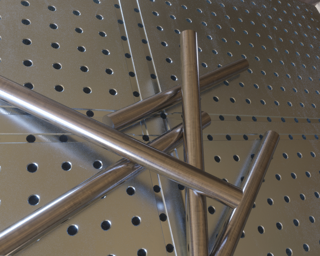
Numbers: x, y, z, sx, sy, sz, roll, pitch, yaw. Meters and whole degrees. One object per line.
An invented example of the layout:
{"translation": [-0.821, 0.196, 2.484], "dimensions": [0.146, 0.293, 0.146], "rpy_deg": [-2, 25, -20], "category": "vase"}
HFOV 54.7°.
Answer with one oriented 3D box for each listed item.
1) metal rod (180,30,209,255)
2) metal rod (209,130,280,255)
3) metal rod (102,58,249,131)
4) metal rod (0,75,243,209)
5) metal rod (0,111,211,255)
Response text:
{"translation": [0.042, 0.005, 0.397], "dimensions": [0.025, 0.025, 0.299], "rpy_deg": [9, 67, -24], "category": "metal rod"}
{"translation": [0.106, 0.104, 0.404], "dimensions": [0.025, 0.025, 0.301], "rpy_deg": [41, 51, -1], "category": "metal rod"}
{"translation": [0.044, -0.059, 0.469], "dimensions": [0.302, 0.025, 0.025], "rpy_deg": [-27, 77, -37], "category": "metal rod"}
{"translation": [-0.048, 0.016, 0.345], "dimensions": [0.301, 0.025, 0.025], "rpy_deg": [25, 52, -2], "category": "metal rod"}
{"translation": [-0.039, 0.046, 0.359], "dimensions": [0.302, 0.025, 0.025], "rpy_deg": [-30, 79, -38], "category": "metal rod"}
